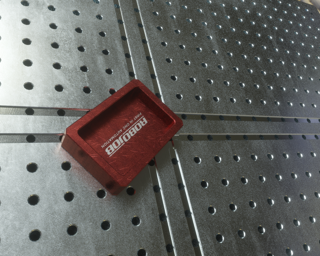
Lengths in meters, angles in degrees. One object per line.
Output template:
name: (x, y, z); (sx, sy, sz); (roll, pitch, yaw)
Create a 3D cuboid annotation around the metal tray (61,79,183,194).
metal tray: (-0.041, 0.005, 0.380); (0.090, 0.030, 0.131); (44, 51, 2)
